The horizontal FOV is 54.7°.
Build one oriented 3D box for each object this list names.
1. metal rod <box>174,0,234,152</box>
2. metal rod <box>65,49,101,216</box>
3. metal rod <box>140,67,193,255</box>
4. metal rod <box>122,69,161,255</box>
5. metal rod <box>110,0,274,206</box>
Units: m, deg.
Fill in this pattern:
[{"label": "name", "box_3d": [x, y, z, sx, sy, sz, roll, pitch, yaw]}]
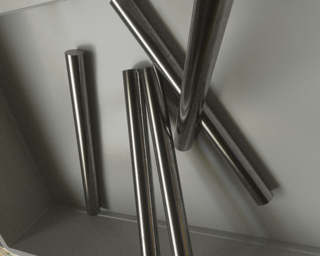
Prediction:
[{"label": "metal rod", "box_3d": [0.033, -0.046, 0.274, 0.025, 0.025, 0.299, 27, 156, 11]}, {"label": "metal rod", "box_3d": [-0.117, 0.026, 0.486, 0.025, 0.025, 0.298, 15, 125, 20]}, {"label": "metal rod", "box_3d": [0.014, 0.076, 0.371, 0.025, 0.025, 0.298, -10, 89, 32]}, {"label": "metal rod", "box_3d": [-0.020, 0.077, 0.389, 0.025, 0.025, 0.298, -5, 92, 30]}, {"label": "metal rod", "box_3d": [0.044, -0.028, 0.368, 0.025, 0.025, 0.300, -30, 102, 38]}]
